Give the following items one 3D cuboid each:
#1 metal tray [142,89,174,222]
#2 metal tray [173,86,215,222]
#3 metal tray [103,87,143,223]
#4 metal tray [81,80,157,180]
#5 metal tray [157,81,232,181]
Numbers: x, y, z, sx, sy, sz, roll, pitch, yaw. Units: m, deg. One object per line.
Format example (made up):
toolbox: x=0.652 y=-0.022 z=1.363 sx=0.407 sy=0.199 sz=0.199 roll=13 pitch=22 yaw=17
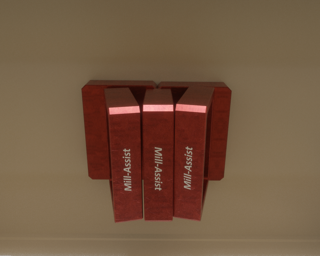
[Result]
metal tray: x=-0.002 y=0.027 z=0.351 sx=0.030 sy=0.090 sz=0.129 roll=0 pitch=108 yaw=0
metal tray: x=0.039 y=0.025 z=0.350 sx=0.030 sy=0.090 sz=0.129 roll=5 pitch=111 yaw=13
metal tray: x=-0.042 y=0.027 z=0.349 sx=0.030 sy=0.090 sz=0.129 roll=-4 pitch=111 yaw=-12
metal tray: x=-0.050 y=0.004 z=0.407 sx=0.091 sy=0.030 sz=0.129 roll=0 pitch=110 yaw=-1
metal tray: x=0.041 y=0.006 z=0.409 sx=0.091 sy=0.030 sz=0.129 roll=0 pitch=110 yaw=-1
